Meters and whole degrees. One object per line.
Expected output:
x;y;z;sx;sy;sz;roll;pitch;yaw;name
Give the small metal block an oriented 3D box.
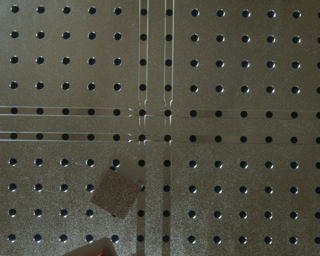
-0.057;0.086;0.413;0.050;0.025;0.050;30;90;-1;small metal block
